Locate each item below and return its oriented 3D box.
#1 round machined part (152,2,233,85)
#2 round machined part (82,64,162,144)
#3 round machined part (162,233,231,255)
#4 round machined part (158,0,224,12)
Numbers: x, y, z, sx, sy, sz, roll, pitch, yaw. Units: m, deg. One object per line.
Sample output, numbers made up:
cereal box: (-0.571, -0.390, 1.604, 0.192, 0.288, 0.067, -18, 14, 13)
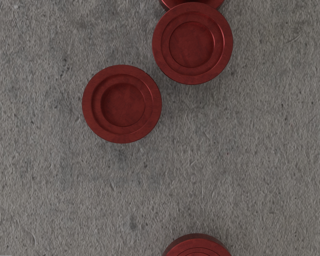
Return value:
round machined part: (0.040, -0.105, 0.395, 0.099, 0.042, 0.097, 0, 102, 0)
round machined part: (-0.047, -0.030, 0.401, 0.099, 0.042, 0.097, 0, 90, 0)
round machined part: (0.048, 0.185, 0.402, 0.099, 0.042, 0.097, 0, 90, 0)
round machined part: (0.043, -0.193, 0.401, 0.099, 0.042, 0.097, 0, 90, 0)
